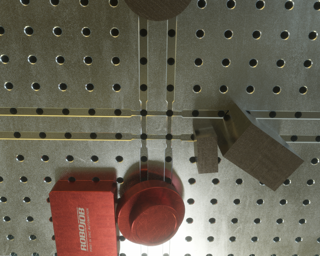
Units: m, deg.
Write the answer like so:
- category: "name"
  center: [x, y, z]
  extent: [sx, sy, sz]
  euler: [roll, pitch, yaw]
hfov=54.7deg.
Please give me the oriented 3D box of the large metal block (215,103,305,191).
- category: "large metal block"
  center: [0.119, 0.021, 0.393]
  extent: [0.080, 0.080, 0.050]
  euler: [34, 107, -12]

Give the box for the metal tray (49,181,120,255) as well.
- category: "metal tray"
  center: [-0.109, 0.143, 0.462]
  extent: [0.091, 0.030, 0.129]
  euler: [0, 110, 0]

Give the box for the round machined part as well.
- category: "round machined part"
  center: [-0.010, 0.126, 0.438]
  extent: [0.099, 0.042, 0.097]
  euler: [-6, 112, -15]

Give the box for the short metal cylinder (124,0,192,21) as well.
- category: "short metal cylinder"
  center: [-0.002, -0.160, 0.341]
  extent: [0.081, 0.050, 0.079]
  euler: [0, 110, 0]

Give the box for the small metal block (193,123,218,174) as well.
- category: "small metal block"
  center: [0.060, 0.026, 0.410]
  extent: [0.025, 0.050, 0.050]
  euler: [-5, 110, 2]
